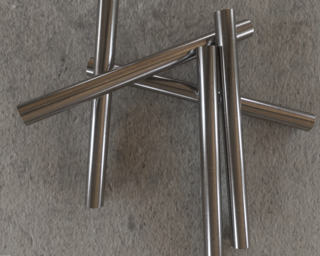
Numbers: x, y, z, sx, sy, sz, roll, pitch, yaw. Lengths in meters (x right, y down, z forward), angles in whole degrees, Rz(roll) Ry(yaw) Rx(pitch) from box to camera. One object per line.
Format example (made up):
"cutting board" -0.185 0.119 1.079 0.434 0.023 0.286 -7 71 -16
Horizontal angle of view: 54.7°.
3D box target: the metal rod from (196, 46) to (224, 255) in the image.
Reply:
"metal rod" 0.064 0.050 0.390 0.025 0.025 0.298 -3 98 -1

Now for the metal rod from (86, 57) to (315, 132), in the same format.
"metal rod" 0.053 -0.044 0.410 0.302 0.025 0.025 14 90 -1

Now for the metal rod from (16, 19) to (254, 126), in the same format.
"metal rod" -0.017 -0.073 0.374 0.302 0.025 0.025 -24 90 -15

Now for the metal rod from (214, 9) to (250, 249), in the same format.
"metal rod" 0.092 0.008 0.391 0.025 0.025 0.298 -6 98 0

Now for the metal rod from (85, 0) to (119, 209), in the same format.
"metal rod" -0.072 -0.045 0.387 0.025 0.025 0.298 6 99 -1
